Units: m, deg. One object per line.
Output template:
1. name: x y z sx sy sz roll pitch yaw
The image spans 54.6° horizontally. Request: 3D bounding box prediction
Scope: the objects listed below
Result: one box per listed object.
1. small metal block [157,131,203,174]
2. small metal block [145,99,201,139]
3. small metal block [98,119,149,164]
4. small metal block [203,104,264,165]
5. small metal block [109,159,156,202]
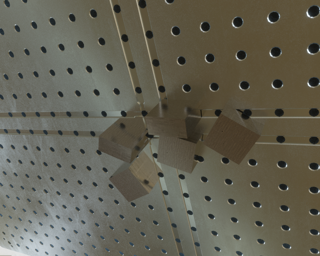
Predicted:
1. small metal block: 0.026 0.027 0.415 0.050 0.025 0.050 18 126 18
2. small metal block: 0.017 -0.013 0.378 0.050 0.050 0.025 5 121 25
3. small metal block: -0.050 0.017 0.433 0.050 0.050 0.025 21 126 16
4. small metal block: 0.087 0.008 0.371 0.050 0.025 0.050 31 128 8
5. small metal block: -0.043 0.083 0.486 0.050 0.025 0.050 -32 101 38
